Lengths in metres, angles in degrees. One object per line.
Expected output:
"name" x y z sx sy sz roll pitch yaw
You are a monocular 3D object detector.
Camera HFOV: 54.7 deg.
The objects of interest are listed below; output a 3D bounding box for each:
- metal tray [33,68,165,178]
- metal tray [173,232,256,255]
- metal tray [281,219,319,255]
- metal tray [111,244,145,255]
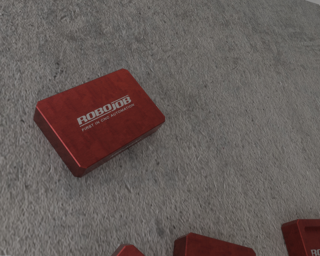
"metal tray" -0.068 -0.012 0.371 0.131 0.030 0.090 -32 79 -38
"metal tray" 0.055 0.184 0.318 0.091 0.030 0.130 20 54 -16
"metal tray" 0.235 0.172 0.421 0.131 0.030 0.090 8 58 -24
"metal tray" -0.038 0.174 0.250 0.090 0.030 0.130 43 67 2
